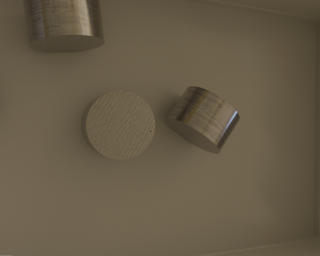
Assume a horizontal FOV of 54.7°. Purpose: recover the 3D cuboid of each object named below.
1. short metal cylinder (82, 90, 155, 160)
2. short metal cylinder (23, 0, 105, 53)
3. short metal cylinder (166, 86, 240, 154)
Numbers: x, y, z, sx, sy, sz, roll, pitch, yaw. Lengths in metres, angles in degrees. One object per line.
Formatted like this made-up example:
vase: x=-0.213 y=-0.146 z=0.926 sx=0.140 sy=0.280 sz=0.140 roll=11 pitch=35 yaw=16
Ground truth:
short metal cylinder: x=-0.052 y=-0.003 z=0.378 sx=0.081 sy=0.050 sz=0.080 roll=0 pitch=90 yaw=-20
short metal cylinder: x=-0.105 y=-0.117 z=0.342 sx=0.081 sy=0.080 sz=0.050 roll=-8 pitch=93 yaw=-20
short metal cylinder: x=0.055 y=-0.010 z=0.401 sx=0.080 sy=0.080 sz=0.050 roll=37 pitch=78 yaw=-16
